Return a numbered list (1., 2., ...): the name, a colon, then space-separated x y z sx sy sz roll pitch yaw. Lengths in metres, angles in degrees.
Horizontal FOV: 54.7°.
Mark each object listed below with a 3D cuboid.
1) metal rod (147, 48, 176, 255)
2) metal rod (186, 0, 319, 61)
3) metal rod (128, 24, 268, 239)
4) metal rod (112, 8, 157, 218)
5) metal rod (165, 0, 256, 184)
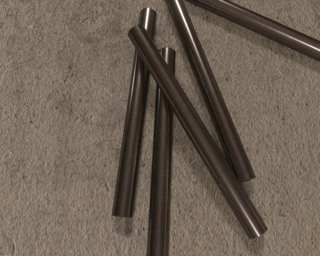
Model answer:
1. metal rod: 0.003 0.031 0.396 0.025 0.025 0.299 3 70 1
2. metal rod: 0.132 -0.167 0.470 0.301 0.025 0.025 28 72 9
3. metal rod: 0.042 -0.003 0.390 0.025 0.025 0.299 -28 80 -10
4. metal rod: -0.031 -0.034 0.420 0.025 0.025 0.299 5 70 1
5. metal rod: 0.064 -0.069 0.434 0.025 0.025 0.299 -16 71 -6
